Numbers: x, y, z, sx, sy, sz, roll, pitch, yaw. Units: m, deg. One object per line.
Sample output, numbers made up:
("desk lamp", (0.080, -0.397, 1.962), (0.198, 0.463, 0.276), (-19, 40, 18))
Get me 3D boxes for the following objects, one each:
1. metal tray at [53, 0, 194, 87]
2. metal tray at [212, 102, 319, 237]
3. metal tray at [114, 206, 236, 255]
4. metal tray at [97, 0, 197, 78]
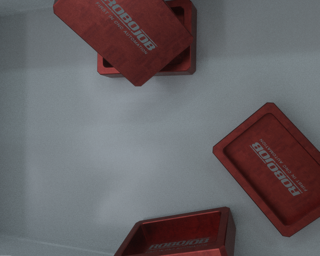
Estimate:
("metal tray", (-0.036, -0.117, 0.342), (0.090, 0.130, 0.030), (-38, 36, 16))
("metal tray", (0.137, 0.046, 0.359), (0.090, 0.030, 0.130), (-42, 77, 14))
("metal tray", (0.020, 0.137, 0.365), (0.130, 0.090, 0.030), (-15, 99, 19))
("metal tray", (-0.019, -0.116, 0.413), (0.130, 0.030, 0.089), (1, 90, 19))
